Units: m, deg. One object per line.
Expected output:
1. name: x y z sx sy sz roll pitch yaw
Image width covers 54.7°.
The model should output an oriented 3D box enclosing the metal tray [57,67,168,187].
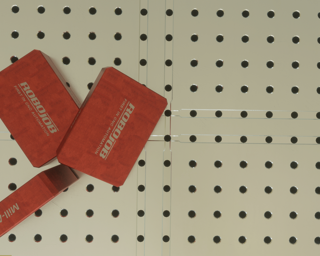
1. metal tray: -0.060 -0.001 0.394 0.090 0.030 0.130 29 90 -23

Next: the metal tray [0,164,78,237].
1. metal tray: -0.172 0.097 0.378 0.130 0.090 0.030 -36 90 0

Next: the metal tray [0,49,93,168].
1. metal tray: -0.157 -0.025 0.409 0.090 0.030 0.130 -34 90 -1
